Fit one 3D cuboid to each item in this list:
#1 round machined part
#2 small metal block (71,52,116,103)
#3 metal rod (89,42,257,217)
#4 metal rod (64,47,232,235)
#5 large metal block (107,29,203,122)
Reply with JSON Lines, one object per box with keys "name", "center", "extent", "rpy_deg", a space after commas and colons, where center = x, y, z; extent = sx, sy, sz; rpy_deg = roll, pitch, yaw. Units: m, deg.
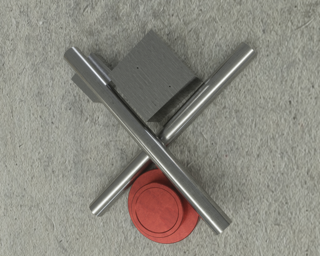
{"name": "round machined part", "center": [0.003, 0.101, 0.399], "extent": [0.098, 0.042, 0.097], "rpy_deg": [0, 90, 19]}
{"name": "small metal block", "center": [-0.089, -0.071, 0.442], "extent": [0.050, 0.025, 0.050], "rpy_deg": [45, 103, 14]}
{"name": "metal rod", "center": [0.009, 0.010, 0.408], "extent": [0.025, 0.025, 0.299], "rpy_deg": [46, 104, 14]}
{"name": "metal rod", "center": [-0.024, 0.007, 0.391], "extent": [0.025, 0.025, 0.300], "rpy_deg": [-45, 77, 14]}
{"name": "large metal block", "center": [-0.005, -0.064, 0.399], "extent": [0.080, 0.050, 0.080], "rpy_deg": [-43, 77, 14]}
